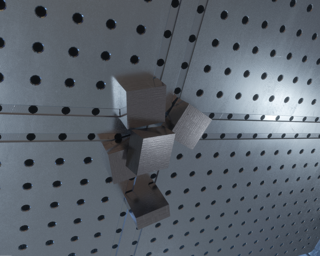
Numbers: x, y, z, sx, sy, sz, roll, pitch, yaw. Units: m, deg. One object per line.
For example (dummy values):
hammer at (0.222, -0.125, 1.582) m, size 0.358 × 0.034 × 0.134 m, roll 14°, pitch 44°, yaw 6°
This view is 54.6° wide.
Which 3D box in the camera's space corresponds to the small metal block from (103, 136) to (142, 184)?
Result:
small metal block at (-0.045, 0.041, 0.411) m, size 0.050 × 0.025 × 0.050 m, roll -17°, pitch 125°, yaw -19°

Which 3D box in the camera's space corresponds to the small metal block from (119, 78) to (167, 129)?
small metal block at (-0.021, -0.030, 0.380) m, size 0.050 × 0.025 × 0.050 m, roll -12°, pitch 124°, yaw -22°

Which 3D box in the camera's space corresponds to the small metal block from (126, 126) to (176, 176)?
small metal block at (-0.012, 0.027, 0.389) m, size 0.050 × 0.025 × 0.050 m, roll -8°, pitch 118°, yaw -39°

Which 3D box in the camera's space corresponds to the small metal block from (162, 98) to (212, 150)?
small metal block at (0.035, -0.005, 0.422) m, size 0.050 × 0.025 × 0.050 m, roll 30°, pitch 94°, yaw -38°

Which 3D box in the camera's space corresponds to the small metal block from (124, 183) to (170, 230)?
small metal block at (-0.019, 0.113, 0.454) m, size 0.050 × 0.050 × 0.025 m, roll -18°, pitch 126°, yaw -18°
